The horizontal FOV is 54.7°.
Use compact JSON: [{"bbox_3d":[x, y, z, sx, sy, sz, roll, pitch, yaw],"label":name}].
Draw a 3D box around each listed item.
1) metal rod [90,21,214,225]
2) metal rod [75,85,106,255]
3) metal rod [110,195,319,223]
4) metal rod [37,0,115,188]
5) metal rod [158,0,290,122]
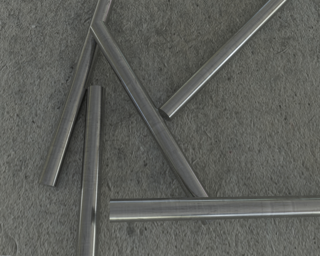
[{"bbox_3d":[-0.012,-0.016,0.401,0.025,0.025,0.299,-29,77,-10],"label":"metal rod"},{"bbox_3d":[-0.085,0.087,0.375,0.025,0.025,0.299,-1,70,0],"label":"metal rod"},{"bbox_3d":[0.096,0.091,0.353,0.302,0.025,0.025,1,70,-9],"label":"metal rod"},{"bbox_3d":[-0.110,-0.067,0.431,0.025,0.025,0.299,10,70,4],"label":"metal rod"},{"bbox_3d":[0.108,-0.121,0.452,0.025,0.025,0.301,41,75,13],"label":"metal rod"}]
